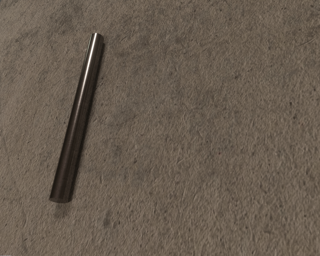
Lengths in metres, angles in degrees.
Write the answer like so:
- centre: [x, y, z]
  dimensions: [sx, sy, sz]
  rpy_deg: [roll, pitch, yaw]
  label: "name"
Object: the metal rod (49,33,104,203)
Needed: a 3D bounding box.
- centre: [-0.125, -0.033, 0.487]
  dimensions: [0.025, 0.025, 0.299]
  rpy_deg: [-9, 58, 23]
  label: "metal rod"
